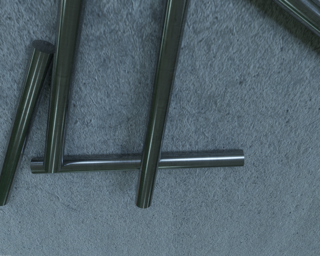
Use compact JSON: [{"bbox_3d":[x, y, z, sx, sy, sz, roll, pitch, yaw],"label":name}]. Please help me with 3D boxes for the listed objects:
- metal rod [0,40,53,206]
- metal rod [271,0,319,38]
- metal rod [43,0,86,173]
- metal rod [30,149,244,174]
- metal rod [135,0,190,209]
[{"bbox_3d":[-0.191,0.014,0.417,0.025,0.025,0.298,21,127,-17],"label":"metal rod"},{"bbox_3d":[0.160,-0.111,0.314,0.302,0.025,0.025,26,125,-21],"label":"metal rod"},{"bbox_3d":[-0.106,-0.061,0.343,0.025,0.025,0.298,13,126,-11],"label":"metal rod"},{"bbox_3d":[-0.033,0.049,0.448,0.302,0.025,0.025,-2,130,1],"label":"metal rod"},{"bbox_3d":[-0.003,-0.013,0.375,0.025,0.025,0.298,6,124,-6],"label":"metal rod"}]
